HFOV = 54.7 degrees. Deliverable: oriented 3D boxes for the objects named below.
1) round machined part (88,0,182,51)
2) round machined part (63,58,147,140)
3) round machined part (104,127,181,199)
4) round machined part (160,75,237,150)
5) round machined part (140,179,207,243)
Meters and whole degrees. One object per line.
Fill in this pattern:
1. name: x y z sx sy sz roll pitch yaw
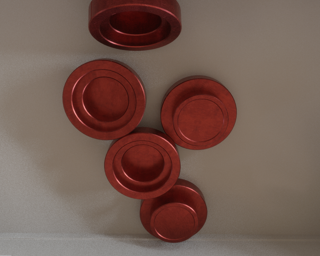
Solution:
1. round machined part: -0.027 -0.124 0.334 0.099 0.098 0.042 -2 79 0
2. round machined part: -0.066 -0.037 0.386 0.099 0.042 0.097 0 107 1
3. round machined part: -0.022 0.044 0.418 0.099 0.042 0.097 0 111 0
4. round machined part: 0.050 -0.016 0.397 0.099 0.042 0.097 0 110 -1
5. round machined part: 0.020 0.126 0.449 0.099 0.042 0.097 0 110 -1
